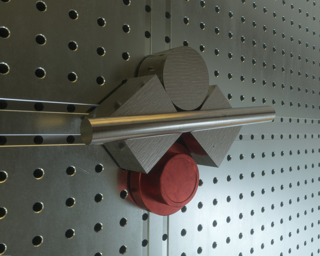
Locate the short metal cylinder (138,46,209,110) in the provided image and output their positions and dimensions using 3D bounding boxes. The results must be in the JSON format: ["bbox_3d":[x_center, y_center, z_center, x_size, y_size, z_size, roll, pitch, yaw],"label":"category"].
[{"bbox_3d":[0.018,-0.062,0.403,0.081,0.050,0.079,0,90,-40],"label":"short metal cylinder"}]

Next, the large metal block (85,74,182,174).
[{"bbox_3d":[-0.026,-0.006,0.366,0.080,0.050,0.080,-47,120,-30],"label":"large metal block"}]

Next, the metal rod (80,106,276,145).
[{"bbox_3d":[0.049,-0.009,0.378,0.302,0.025,0.025,-6,94,-39],"label":"metal rod"}]

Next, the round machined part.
[{"bbox_3d":[0.013,0.066,0.405,0.099,0.042,0.097,0,90,-40],"label":"round machined part"}]

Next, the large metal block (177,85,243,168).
[{"bbox_3d":[0.062,-0.003,0.437,0.080,0.050,0.080,50,62,-29],"label":"large metal block"}]
